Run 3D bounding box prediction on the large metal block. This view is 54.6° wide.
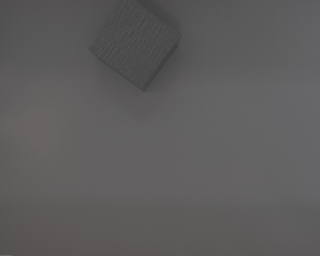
[{"bbox_3d":[-0.031,-0.104,0.399,0.080,0.050,0.080,36,90,0],"label":"large metal block"}]
